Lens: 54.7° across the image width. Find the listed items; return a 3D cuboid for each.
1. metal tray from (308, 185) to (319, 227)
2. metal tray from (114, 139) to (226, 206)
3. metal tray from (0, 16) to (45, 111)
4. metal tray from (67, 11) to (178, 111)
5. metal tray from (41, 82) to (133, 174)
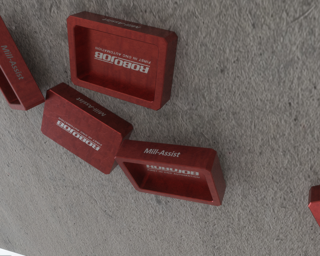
[{"bbox_3d":[0.239,0.117,0.350,0.090,0.030,0.130,-23,106,36],"label":"metal tray"},{"bbox_3d":[0.015,0.059,0.413,0.130,0.030,0.090,5,141,26],"label":"metal tray"},{"bbox_3d":[-0.222,-0.090,0.443,0.090,0.030,0.129,7,125,52],"label":"metal tray"},{"bbox_3d":[-0.048,-0.082,0.377,0.130,0.030,0.089,18,126,17],"label":"metal tray"},{"bbox_3d":[-0.113,0.002,0.464,0.130,0.030,0.089,31,129,7],"label":"metal tray"}]
